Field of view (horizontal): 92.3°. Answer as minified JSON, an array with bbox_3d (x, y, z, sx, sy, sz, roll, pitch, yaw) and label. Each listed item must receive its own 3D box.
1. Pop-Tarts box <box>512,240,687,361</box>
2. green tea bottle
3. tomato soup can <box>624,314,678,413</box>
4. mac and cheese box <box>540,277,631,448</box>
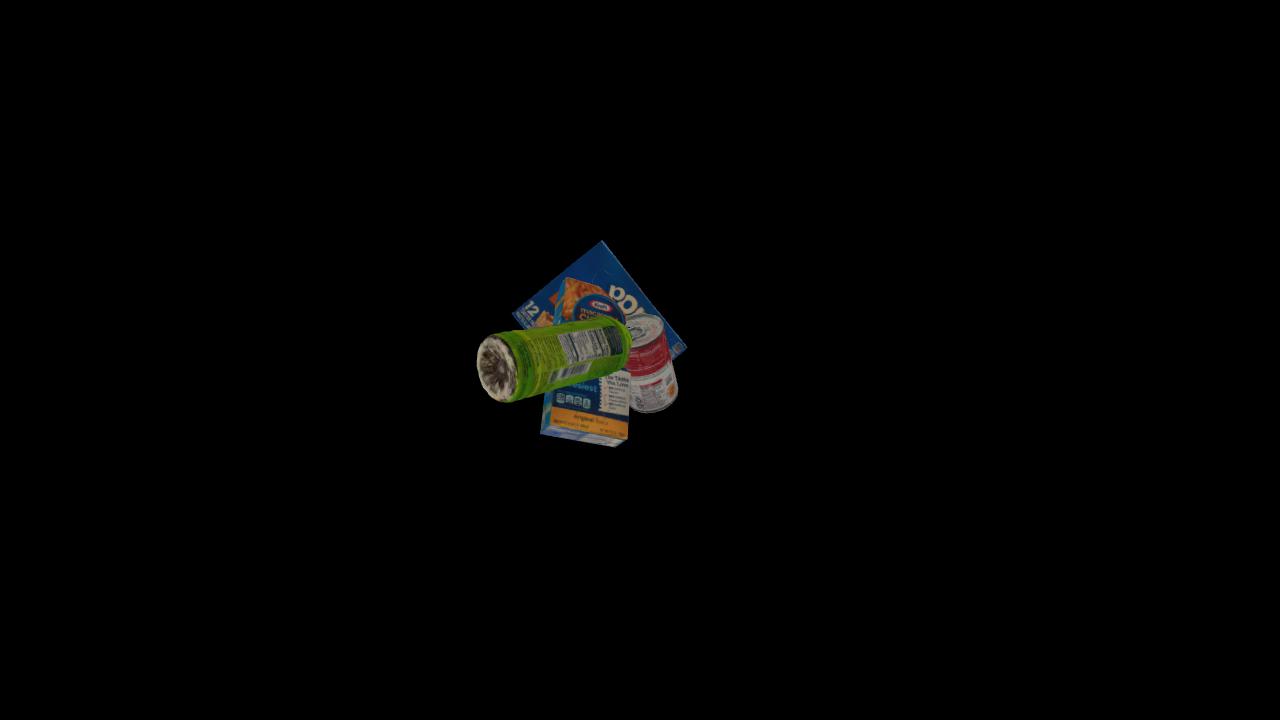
[{"bbox_3d":[-0.048,-0.036,0.769,0.141,0.167,0.083,-38,4,1],"label":"Pop-Tarts box"},{"bbox_3d":[-0.068,-0.008,0.662,0.073,0.073,0.212,0,8,44],"label":"green tea bottle"},{"bbox_3d":[0.006,0.005,0.729,0.068,0.101,0.068,-10,36,8],"label":"tomato soup can"},{"bbox_3d":[-0.056,0.001,0.702,0.093,0.184,0.041,13,-28,-22],"label":"mac and cheese box"}]
